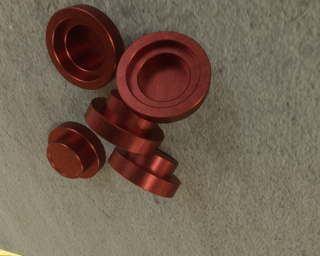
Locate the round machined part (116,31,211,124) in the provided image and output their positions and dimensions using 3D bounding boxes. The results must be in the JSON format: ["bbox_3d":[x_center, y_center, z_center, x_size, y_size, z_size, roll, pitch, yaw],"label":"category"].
[{"bbox_3d":[0.005,-0.051,0.338,0.098,0.098,0.042,25,169,12],"label":"round machined part"}]

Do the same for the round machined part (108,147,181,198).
[{"bbox_3d":[-0.015,0.047,0.408,0.098,0.098,0.042,30,93,9],"label":"round machined part"}]

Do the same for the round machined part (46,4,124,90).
[{"bbox_3d":[-0.086,-0.099,0.378,0.098,0.042,0.097,13,124,20],"label":"round machined part"}]

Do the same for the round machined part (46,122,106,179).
[{"bbox_3d":[-0.139,0.042,0.493,0.098,0.042,0.097,13,124,20],"label":"round machined part"}]

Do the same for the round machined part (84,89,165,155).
[{"bbox_3d":[-0.037,-0.013,0.375,0.098,0.098,0.042,32,106,7],"label":"round machined part"}]
